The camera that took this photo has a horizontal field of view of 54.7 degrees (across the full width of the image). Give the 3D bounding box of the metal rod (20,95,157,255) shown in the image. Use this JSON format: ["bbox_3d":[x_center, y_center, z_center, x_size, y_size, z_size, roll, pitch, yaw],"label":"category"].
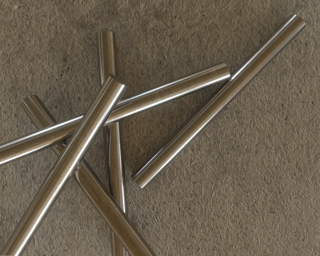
[{"bbox_3d":[-0.080,0.080,0.388,0.025,0.025,0.300,-39,82,0],"label":"metal rod"}]

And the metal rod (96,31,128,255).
[{"bbox_3d":[-0.061,0.024,0.409,0.025,0.025,0.298,-4,90,0],"label":"metal rod"}]

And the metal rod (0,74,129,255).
[{"bbox_3d":[-0.127,0.067,0.374,0.025,0.025,0.299,34,104,0],"label":"metal rod"}]

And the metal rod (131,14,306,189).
[{"bbox_3d":[0.077,-0.035,0.410,0.025,0.025,0.300,45,90,0],"label":"metal rod"}]

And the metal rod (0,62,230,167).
[{"bbox_3d":[-0.055,-0.020,0.384,0.302,0.025,0.025,-21,90,-7],"label":"metal rod"}]
